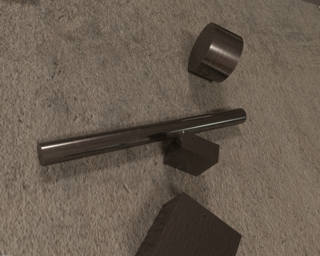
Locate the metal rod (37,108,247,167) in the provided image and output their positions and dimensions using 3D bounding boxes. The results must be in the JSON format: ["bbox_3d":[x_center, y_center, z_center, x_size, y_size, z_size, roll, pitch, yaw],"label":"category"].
[{"bbox_3d":[0.001,0.004,0.403,0.303,0.025,0.025,-11,67,-33],"label":"metal rod"}]

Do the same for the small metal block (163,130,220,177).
[{"bbox_3d":[0.039,0.033,0.390,0.050,0.050,0.025,23,53,-15],"label":"small metal block"}]

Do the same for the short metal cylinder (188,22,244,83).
[{"bbox_3d":[0.086,-0.118,0.489,0.050,0.080,0.080,21,54,-17],"label":"short metal cylinder"}]

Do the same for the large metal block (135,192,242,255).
[{"bbox_3d":[0.029,0.129,0.326,0.080,0.050,0.080,38,51,-3],"label":"large metal block"}]
